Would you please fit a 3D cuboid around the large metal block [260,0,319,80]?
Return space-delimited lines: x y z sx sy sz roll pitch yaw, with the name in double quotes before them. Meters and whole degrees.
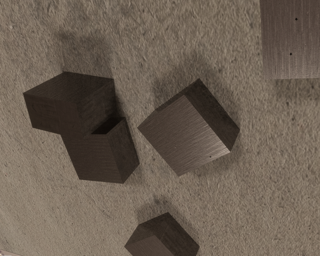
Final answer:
"large metal block" 0.133 -0.089 0.265 0.080 0.050 0.079 2 120 27

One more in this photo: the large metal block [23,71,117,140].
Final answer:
"large metal block" -0.114 -0.033 0.409 0.080 0.080 0.050 12 123 21

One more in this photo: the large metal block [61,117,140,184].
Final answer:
"large metal block" -0.086 0.031 0.453 0.080 0.050 0.080 0 118 28

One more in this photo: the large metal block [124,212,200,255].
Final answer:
"large metal block" 0.003 0.195 0.508 0.080 0.050 0.080 49 128 -7

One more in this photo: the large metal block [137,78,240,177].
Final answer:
"large metal block" 0.035 0.001 0.372 0.080 0.050 0.080 -33 100 38
